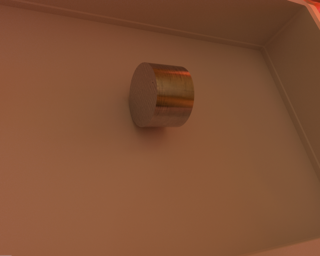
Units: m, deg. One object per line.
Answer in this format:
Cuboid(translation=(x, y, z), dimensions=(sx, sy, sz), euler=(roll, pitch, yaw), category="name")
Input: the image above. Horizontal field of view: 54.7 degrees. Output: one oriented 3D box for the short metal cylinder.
Cuboid(translation=(0.000, -0.041, 0.394), dimensions=(0.050, 0.080, 0.080), euler=(0, 62, -29), category="short metal cylinder")
